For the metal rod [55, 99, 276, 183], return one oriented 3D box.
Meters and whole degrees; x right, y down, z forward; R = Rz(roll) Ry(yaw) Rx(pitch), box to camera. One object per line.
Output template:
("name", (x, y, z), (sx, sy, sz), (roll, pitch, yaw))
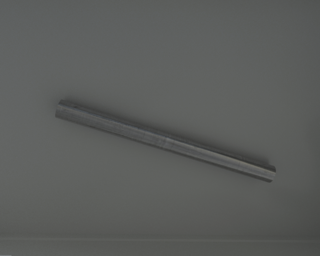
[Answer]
("metal rod", (0.013, 0.020, 0.417), (0.302, 0.025, 0.025), (17, 109, -7))
